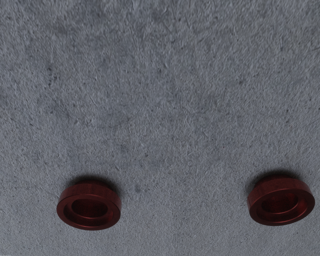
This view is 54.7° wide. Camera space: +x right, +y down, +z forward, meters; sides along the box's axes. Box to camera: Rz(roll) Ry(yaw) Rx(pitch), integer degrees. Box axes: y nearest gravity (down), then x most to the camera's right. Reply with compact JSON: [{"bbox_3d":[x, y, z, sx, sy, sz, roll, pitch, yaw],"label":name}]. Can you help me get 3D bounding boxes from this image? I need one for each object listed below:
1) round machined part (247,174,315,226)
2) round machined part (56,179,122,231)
[{"bbox_3d":[0.187,0.110,0.492,0.099,0.042,0.097,0,130,0],"label":"round machined part"},{"bbox_3d":[-0.111,0.120,0.497,0.099,0.042,0.097,0,130,0],"label":"round machined part"}]
